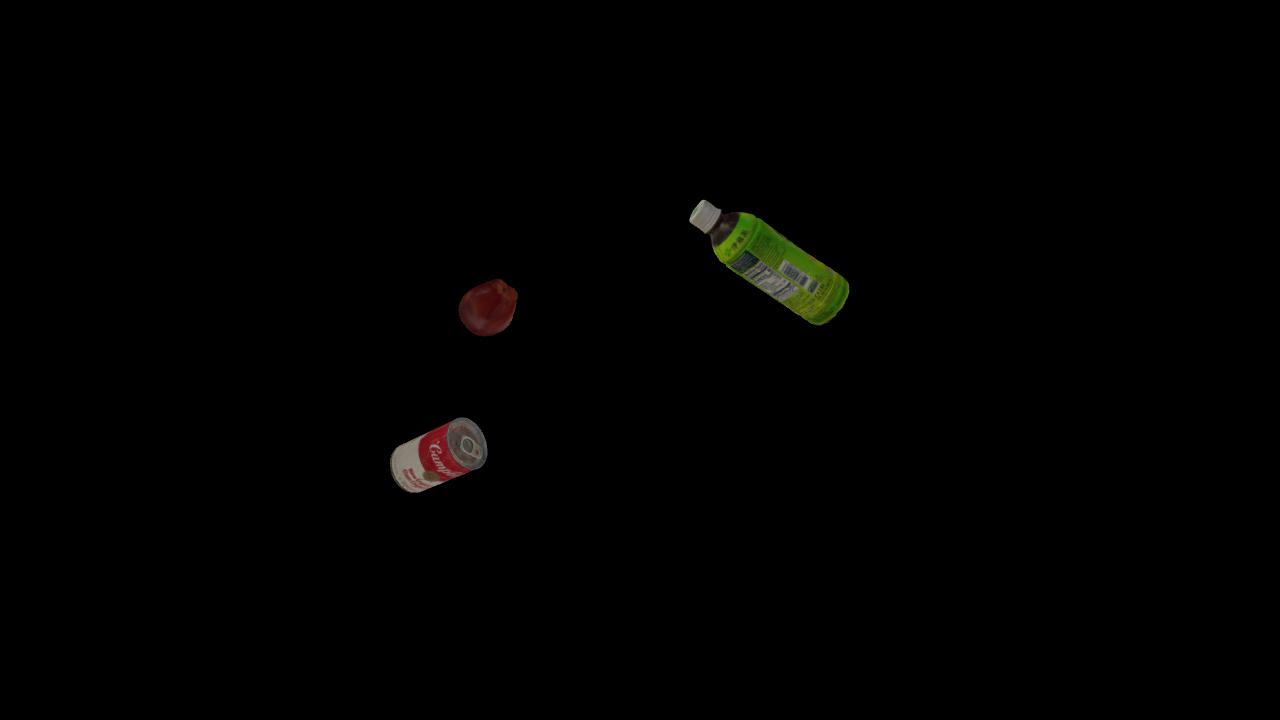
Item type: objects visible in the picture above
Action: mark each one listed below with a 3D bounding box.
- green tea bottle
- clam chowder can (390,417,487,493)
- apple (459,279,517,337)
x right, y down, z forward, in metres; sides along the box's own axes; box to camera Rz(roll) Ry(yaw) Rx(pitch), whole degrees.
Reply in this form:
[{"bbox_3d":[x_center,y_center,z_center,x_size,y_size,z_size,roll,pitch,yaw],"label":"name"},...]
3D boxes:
[{"bbox_3d":[0.153,-0.122,0.741,0.212,0.073,0.073,31,-10,-17],"label":"green tea bottle"},{"bbox_3d":[-0.253,0.121,0.772,0.102,0.068,0.068,-24,-9,22],"label":"clam chowder can"},{"bbox_3d":[-0.228,-0.079,0.925,0.093,0.079,0.079,-35,-21,34],"label":"apple"}]
